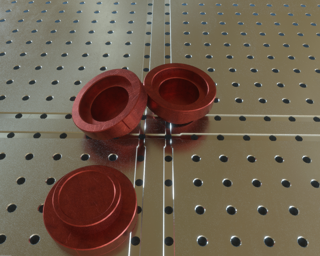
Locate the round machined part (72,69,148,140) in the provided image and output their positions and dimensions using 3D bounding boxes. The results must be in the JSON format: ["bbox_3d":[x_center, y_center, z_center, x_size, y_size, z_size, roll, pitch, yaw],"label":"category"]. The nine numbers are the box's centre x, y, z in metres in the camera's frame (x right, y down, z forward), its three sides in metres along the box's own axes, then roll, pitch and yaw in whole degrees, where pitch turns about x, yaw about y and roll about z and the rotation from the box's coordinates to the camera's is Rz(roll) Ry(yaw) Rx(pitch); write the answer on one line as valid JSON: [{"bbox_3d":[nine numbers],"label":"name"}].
[{"bbox_3d":[-0.061,-0.026,0.403,0.098,0.042,0.098,-12,54,18],"label":"round machined part"}]

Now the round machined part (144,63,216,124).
[{"bbox_3d":[0.025,-0.044,0.430,0.099,0.042,0.098,4,48,-4],"label":"round machined part"}]

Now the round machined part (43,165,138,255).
[{"bbox_3d":[-0.074,0.080,0.329,0.099,0.042,0.098,0,50,0],"label":"round machined part"}]
